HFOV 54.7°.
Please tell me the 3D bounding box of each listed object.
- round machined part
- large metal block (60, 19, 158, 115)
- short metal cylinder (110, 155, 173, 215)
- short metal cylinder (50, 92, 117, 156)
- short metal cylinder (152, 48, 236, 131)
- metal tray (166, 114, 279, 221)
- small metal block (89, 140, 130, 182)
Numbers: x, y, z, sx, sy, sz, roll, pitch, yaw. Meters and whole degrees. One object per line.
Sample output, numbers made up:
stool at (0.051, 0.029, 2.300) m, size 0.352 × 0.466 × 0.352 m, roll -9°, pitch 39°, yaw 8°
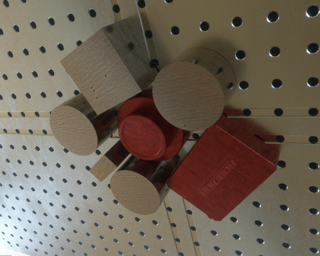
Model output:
round machined part at (-0.015, 0.004, 0.410) m, size 0.098 × 0.042 × 0.097 m, roll 13°, pitch 124°, yaw 21°
large metal block at (-0.061, -0.073, 0.382) m, size 0.080 × 0.050 × 0.080 m, roll -23°, pitch 106°, yaw 36°
short metal cylinder at (-0.026, 0.080, 0.458) m, size 0.080 × 0.050 × 0.079 m, roll 13°, pitch 124°, yaw 21°
short metal cylinder at (-0.110, -0.007, 0.448) m, size 0.080 × 0.050 × 0.079 m, roll 13°, pitch 124°, yaw 21°
short metal cylinder at (0.039, -0.043, 0.347) m, size 0.080 × 0.050 × 0.079 m, roll 13°, pitch 124°, yaw 21°
metal tray at (0.076, 0.055, 0.401) m, size 0.090 × 0.030 × 0.129 m, roll 35°, pitch 129°, yaw 5°
small metal block at (-0.071, 0.047, 0.460) m, size 0.025 × 0.050 × 0.050 m, roll 45°, pitch 129°, yaw -3°
